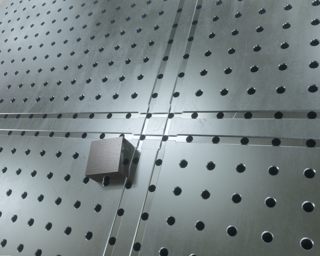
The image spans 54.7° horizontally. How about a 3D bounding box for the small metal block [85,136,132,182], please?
[{"bbox_3d":[-0.068,0.042,0.417,0.050,0.025,0.050,-9,58,22],"label":"small metal block"}]
